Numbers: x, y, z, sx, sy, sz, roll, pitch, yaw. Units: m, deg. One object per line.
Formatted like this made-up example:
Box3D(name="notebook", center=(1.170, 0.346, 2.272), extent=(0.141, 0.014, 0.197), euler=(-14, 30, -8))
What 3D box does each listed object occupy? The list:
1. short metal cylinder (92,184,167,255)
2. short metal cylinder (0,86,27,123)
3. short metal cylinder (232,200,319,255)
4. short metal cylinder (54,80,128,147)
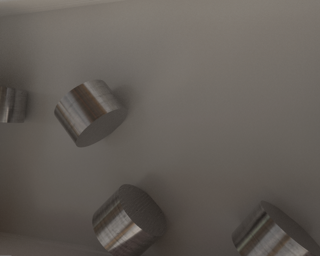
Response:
Box3D(name="short metal cylinder", center=(-0.038, 0.119, 0.394), extent=(0.050, 0.080, 0.080), euler=(-46, 76, 14))
Box3D(name="short metal cylinder", center=(-0.245, -0.037, 0.466), extent=(0.080, 0.080, 0.050), euler=(8, 93, 19))
Box3D(name="short metal cylinder", center=(0.126, 0.126, 0.337), extent=(0.080, 0.080, 0.050), euler=(40, 103, 15))
Box3D(name="short metal cylinder", center=(-0.091, -0.019, 0.412), extent=(0.080, 0.080, 0.050), euler=(-42, 77, 15))
